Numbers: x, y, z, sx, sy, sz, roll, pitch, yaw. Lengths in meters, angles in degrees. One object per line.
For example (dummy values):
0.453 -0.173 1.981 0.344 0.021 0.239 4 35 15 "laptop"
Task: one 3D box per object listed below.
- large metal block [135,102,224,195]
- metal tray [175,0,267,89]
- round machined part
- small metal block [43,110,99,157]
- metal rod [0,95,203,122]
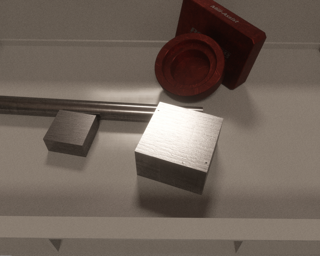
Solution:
0.024 0.023 0.370 0.080 0.050 0.080 16 52 12 "large metal block"
0.083 -0.130 0.463 0.030 0.089 0.130 -33 63 -31 "metal tray"
0.045 -0.084 0.448 0.098 0.042 0.098 -4 73 14 "round machined part"
-0.113 0.006 0.398 0.050 0.025 0.050 9 51 7 "small metal block"
-0.094 -0.025 0.424 0.302 0.025 0.025 3 50 2 "metal rod"
